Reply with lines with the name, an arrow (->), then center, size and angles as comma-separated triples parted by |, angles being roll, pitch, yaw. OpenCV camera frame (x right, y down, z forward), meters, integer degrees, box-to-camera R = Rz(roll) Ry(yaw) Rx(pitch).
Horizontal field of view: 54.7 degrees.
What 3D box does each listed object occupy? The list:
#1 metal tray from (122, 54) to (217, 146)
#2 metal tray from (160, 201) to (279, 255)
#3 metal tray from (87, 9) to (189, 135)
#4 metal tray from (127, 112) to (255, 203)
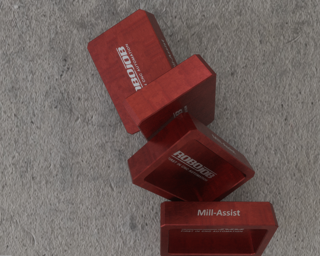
metal tray -> 0.018, -0.018, 0.353 | 0.090, 0.130, 0.030 | -34, 69, -4
metal tray -> 0.066, 0.126, 0.380 | 0.131, 0.089, 0.030 | 0, 46, 0
metal tray -> -0.025, -0.068, 0.390 | 0.090, 0.030, 0.129 | -25, 90, 23
metal tray -> 0.039, 0.047, 0.358 | 0.090, 0.030, 0.130 | -42, 131, 17
